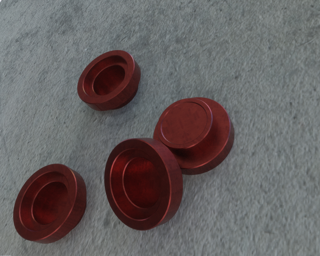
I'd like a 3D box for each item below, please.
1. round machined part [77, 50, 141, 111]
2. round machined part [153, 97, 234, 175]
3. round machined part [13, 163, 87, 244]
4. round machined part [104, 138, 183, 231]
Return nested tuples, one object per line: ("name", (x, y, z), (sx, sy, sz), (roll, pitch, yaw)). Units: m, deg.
("round machined part", (-0.072, -0.067, 0.470), (0.098, 0.042, 0.098), (-13, 56, 20))
("round machined part", (0.035, 0.003, 0.372), (0.098, 0.042, 0.098), (-13, 56, 20))
("round machined part", (-0.136, 0.099, 0.402), (0.098, 0.042, 0.098), (-13, 56, 20))
("round machined part", (-0.014, 0.059, 0.345), (0.098, 0.042, 0.097), (1, 91, 39))
